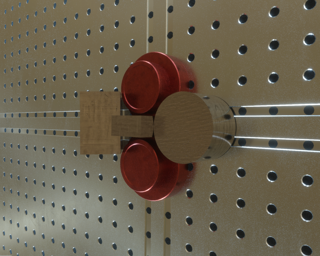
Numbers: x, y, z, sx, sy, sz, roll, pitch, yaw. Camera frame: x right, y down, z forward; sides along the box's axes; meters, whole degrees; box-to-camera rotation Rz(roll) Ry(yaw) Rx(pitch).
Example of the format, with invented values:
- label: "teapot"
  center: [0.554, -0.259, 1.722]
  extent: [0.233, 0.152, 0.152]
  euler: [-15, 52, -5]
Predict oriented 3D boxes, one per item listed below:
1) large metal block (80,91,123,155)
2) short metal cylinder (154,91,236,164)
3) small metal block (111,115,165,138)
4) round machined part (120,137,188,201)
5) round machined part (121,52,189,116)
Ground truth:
- label: "large metal block"
  center: [-0.078, -0.007, 0.431]
  extent: [0.050, 0.080, 0.080]
  euler: [0, 90, -4]
- label: "short metal cylinder"
  center: [0.039, -0.001, 0.359]
  extent: [0.080, 0.050, 0.080]
  euler: [0, 90, 40]
- label: "small metal block"
  center: [-0.024, -0.002, 0.385]
  extent: [0.050, 0.050, 0.025]
  euler: [2, 92, 40]
- label: "round machined part"
  center: [-0.015, 0.048, 0.411]
  extent: [0.098, 0.042, 0.097]
  euler: [0, 90, 40]
- label: "round machined part"
  center: [-0.013, -0.052, 0.410]
  extent: [0.098, 0.042, 0.097]
  euler: [0, 90, 40]
